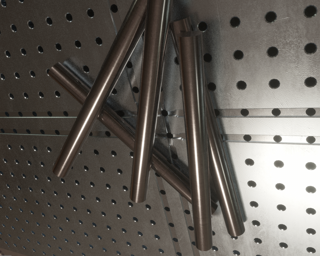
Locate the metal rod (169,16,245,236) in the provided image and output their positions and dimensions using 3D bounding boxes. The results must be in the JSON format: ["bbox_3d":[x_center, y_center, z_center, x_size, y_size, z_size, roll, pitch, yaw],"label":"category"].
[{"bbox_3d":[0.064,0.015,0.385,0.025,0.025,0.298,-5,116,30],"label":"metal rod"}]

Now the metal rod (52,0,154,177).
[{"bbox_3d":[-0.079,-0.041,0.398,0.025,0.025,0.298,36,120,3],"label":"metal rod"}]

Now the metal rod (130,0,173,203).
[{"bbox_3d":[-0.014,-0.025,0.372,0.025,0.025,0.298,19,124,17],"label":"metal rod"}]

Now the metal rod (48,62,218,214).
[{"bbox_3d":[-0.037,0.018,0.439,0.300,0.025,0.025,42,129,-2],"label":"metal rod"}]

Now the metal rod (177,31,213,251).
[{"bbox_3d":[0.046,0.037,0.375,0.025,0.025,0.298,7,122,24],"label":"metal rod"}]
